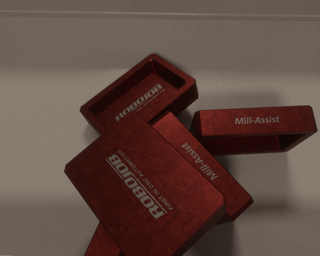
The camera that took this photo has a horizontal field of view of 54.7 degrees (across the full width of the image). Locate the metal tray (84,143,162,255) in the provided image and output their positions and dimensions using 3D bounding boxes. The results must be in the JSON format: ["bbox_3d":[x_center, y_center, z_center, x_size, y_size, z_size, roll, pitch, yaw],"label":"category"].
[{"bbox_3d":[-0.034,0.088,0.342,0.030,0.090,0.130,21,71,7],"label":"metal tray"}]

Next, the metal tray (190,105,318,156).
[{"bbox_3d":[0.104,0.007,0.374,0.131,0.090,0.030,-3,70,-2],"label":"metal tray"}]

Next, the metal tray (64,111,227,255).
[{"bbox_3d":[-0.016,0.054,0.283,0.090,0.030,0.130,-41,59,-10],"label":"metal tray"}]

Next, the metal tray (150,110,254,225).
[{"bbox_3d":[0.039,0.049,0.357,0.030,0.090,0.130,-39,75,-13],"label":"metal tray"}]

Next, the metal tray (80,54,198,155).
[{"bbox_3d":[-0.026,-0.033,0.403,0.130,0.030,0.090,-40,55,-14],"label":"metal tray"}]
